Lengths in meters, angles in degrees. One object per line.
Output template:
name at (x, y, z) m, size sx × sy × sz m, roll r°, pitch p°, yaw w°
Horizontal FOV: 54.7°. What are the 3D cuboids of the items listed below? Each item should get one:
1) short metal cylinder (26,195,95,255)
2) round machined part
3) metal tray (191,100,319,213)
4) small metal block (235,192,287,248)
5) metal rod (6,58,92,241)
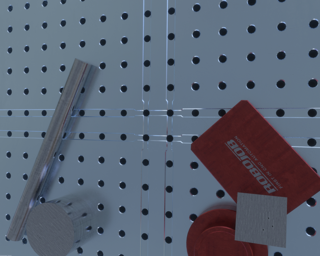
short metal cylinder at (-0.144, 0.142, 0.450) m, size 0.080 × 0.050 × 0.080 m, roll 0°, pitch 90°, yaw 20°
round machined part at (0.079, 0.147, 0.375) m, size 0.098 × 0.042 × 0.097 m, roll 0°, pitch 90°, yaw 20°
metal tray at (0.112, 0.042, 0.370) m, size 0.090 × 0.030 × 0.130 m, roll -43°, pitch 77°, yaw 15°
small metal block at (0.109, 0.098, 0.335) m, size 0.050 × 0.025 × 0.050 m, roll 2°, pitch 76°, yaw 19°
metal rod at (-0.172, 0.038, 0.473) m, size 0.025 × 0.025 × 0.298 m, roll 27°, pitch 99°, yaw 18°
